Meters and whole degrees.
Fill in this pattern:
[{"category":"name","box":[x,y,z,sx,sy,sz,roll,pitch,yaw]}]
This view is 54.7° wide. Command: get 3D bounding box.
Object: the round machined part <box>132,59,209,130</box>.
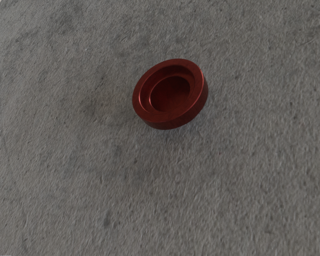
[{"category":"round machined part","box":[0.017,-0.040,0.408,0.098,0.042,0.098,-13,56,20]}]
